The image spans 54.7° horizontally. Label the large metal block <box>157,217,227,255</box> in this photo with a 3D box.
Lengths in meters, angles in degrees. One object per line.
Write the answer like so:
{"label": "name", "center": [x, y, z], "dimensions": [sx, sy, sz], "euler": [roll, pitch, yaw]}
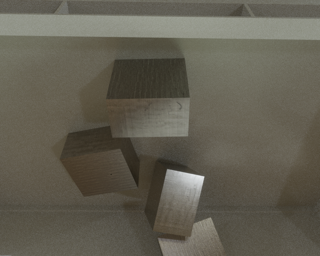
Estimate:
{"label": "large metal block", "center": [0.047, 0.183, 0.438], "dimensions": [0.081, 0.080, 0.050], "euler": [-17, 155, -9]}

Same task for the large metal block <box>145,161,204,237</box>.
{"label": "large metal block", "center": [0.017, 0.094, 0.432], "dimensions": [0.050, 0.080, 0.080], "euler": [13, 89, -11]}

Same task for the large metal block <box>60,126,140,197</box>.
{"label": "large metal block", "center": [-0.079, 0.046, 0.431], "dimensions": [0.080, 0.050, 0.080], "euler": [-10, 130, 8]}

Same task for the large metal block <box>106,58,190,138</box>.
{"label": "large metal block", "center": [-0.011, -0.035, 0.343], "dimensions": [0.080, 0.080, 0.050], "euler": [-1, 130, 1]}
